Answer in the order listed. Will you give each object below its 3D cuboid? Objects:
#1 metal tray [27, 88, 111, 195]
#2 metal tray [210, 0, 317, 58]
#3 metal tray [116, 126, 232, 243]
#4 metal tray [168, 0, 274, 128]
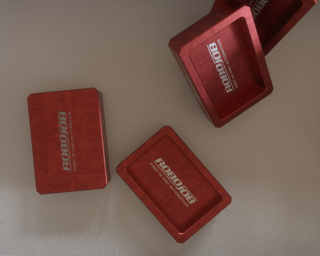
[{"bbox_3d":[-0.118,0.017,0.408,0.091,0.030,0.129,-6,90,0],"label":"metal tray"},{"bbox_3d":[0.108,-0.136,0.358,0.090,0.130,0.030,23,76,0],"label":"metal tray"},{"bbox_3d":[0.018,0.072,0.408,0.090,0.030,0.130,-41,90,0],"label":"metal tray"},{"bbox_3d":[0.078,-0.071,0.371,0.090,0.030,0.130,-34,129,0],"label":"metal tray"}]
